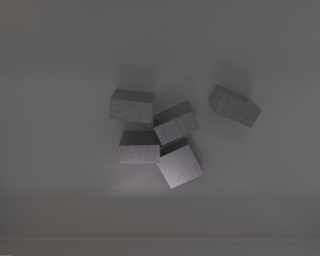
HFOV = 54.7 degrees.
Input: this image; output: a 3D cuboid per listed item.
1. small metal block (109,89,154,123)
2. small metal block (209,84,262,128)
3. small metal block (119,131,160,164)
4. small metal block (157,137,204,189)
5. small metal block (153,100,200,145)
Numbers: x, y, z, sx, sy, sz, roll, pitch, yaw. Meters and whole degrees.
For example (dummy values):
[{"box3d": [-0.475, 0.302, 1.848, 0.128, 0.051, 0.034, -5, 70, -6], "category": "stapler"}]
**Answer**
[{"box3d": [-0.034, -0.028, 0.387, 0.050, 0.050, 0.025, 6, 110, -3], "category": "small metal block"}, {"box3d": [0.092, -0.029, 0.388, 0.050, 0.050, 0.025, 22, 109, -8], "category": "small metal block"}, {"box3d": [-0.025, 0.024, 0.407, 0.050, 0.050, 0.025, -1, 110, 0], "category": "small metal block"}, {"box3d": [0.027, 0.049, 0.429, 0.050, 0.025, 0.050, -26, 108, 9], "category": "small metal block"}, {"box3d": [0.020, -0.008, 0.395, 0.050, 0.050, 0.025, -23, 109, 8], "category": "small metal block"}]
